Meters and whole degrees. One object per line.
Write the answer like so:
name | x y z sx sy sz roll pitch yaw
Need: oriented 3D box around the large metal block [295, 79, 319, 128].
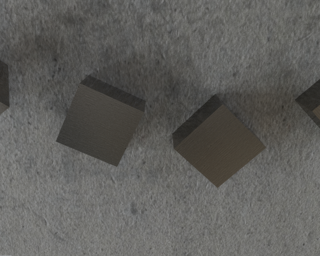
large metal block | 0.236 -0.029 0.389 0.080 0.050 0.080 -43 105 14

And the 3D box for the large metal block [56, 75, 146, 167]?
large metal block | -0.072 -0.010 0.392 0.080 0.050 0.080 24 108 -9

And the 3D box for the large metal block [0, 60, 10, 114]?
large metal block | -0.224 -0.040 0.355 0.080 0.080 0.050 -34 140 11

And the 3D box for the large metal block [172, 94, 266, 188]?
large metal block | 0.074 0.016 0.404 0.080 0.050 0.080 43 104 -14
